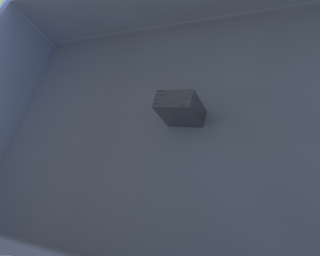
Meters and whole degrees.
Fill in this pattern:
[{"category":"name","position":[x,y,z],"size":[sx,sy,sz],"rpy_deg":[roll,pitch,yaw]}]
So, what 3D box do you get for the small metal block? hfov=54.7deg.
[{"category":"small metal block","position":[0.025,-0.024,0.390],"size":[0.050,0.050,0.025],"rpy_deg":[3,63,29]}]
